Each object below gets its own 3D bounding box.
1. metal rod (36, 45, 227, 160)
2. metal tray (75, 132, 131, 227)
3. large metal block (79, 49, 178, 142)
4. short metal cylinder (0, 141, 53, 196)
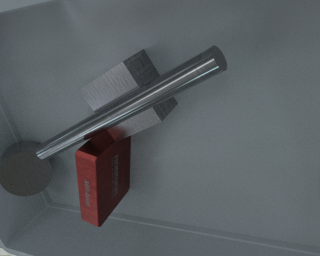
[{"bbox_3d":[-0.058,-0.014,0.364,0.299,0.025,0.025,-24,106,36],"label":"metal rod"},{"bbox_3d":[-0.078,0.066,0.446,0.030,0.090,0.129,17,125,18],"label":"metal tray"},{"bbox_3d":[-0.039,-0.039,0.387,0.080,0.050,0.080,-23,106,36],"label":"large metal block"},{"bbox_3d":[-0.225,0.067,0.522,0.050,0.081,0.080,41,150,62],"label":"short metal cylinder"}]
